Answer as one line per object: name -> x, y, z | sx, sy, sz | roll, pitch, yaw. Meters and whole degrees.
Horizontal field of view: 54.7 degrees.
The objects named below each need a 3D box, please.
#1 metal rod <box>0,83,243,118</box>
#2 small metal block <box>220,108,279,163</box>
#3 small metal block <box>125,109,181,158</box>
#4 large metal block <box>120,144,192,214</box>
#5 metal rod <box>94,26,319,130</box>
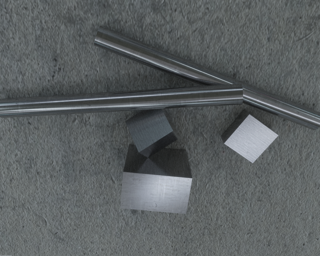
metal rod -> -0.053, -0.033, 0.382 | 0.302, 0.025, 0.025 | -3, 110, 6
small metal block -> 0.119, 0.011, 0.416 | 0.050, 0.025, 0.050 | 34, 106, -12
small metal block -> -0.009, 0.002, 0.395 | 0.050, 0.050, 0.025 | -33, 149, 11
large metal block -> -0.005, 0.064, 0.404 | 0.081, 0.080, 0.050 | 6, 110, -3
metal rod -> 0.067, -0.059, 0.388 | 0.302, 0.025, 0.025 | 20, 109, -8
